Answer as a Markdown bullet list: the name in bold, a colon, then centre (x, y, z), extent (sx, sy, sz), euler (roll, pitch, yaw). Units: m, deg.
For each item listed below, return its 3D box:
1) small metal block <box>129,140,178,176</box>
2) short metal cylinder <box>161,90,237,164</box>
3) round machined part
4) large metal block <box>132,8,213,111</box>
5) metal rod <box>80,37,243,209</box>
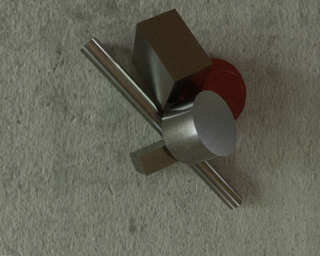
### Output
- **small metal block**: centre (-0.007, 0.036, 0.396), extent (0.050, 0.050, 0.025), euler (-23, 97, -19)
- **short metal cylinder**: centre (0.049, 0.000, 0.376), extent (0.080, 0.050, 0.080), euler (18, 62, -38)
- **round machined part**: centre (0.080, -0.049, 0.431), extent (0.099, 0.042, 0.097), euler (0, 90, -21)
- **large metal block**: centre (0.010, -0.079, 0.374), extent (0.050, 0.080, 0.080), euler (-28, 78, -17)
- **metal rod**: centre (0.011, 0.003, 0.416), extent (0.025, 0.025, 0.300), euler (-47, 105, -14)
